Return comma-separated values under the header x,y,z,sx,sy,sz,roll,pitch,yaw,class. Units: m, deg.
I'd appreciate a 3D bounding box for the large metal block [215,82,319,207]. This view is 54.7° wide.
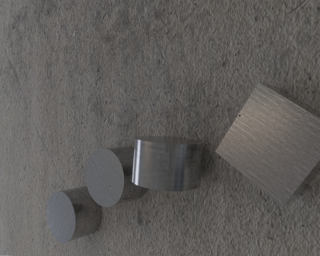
x,y,z,sx,sy,sz,roll,pitch,yaw,class
0.114,0.013,0.294,0.080,0.050,0.080,42,115,32,large metal block

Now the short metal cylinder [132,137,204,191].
x,y,z,sx,sy,sz,roll,pitch,yaw,class
0.009,0.039,0.362,0.080,0.081,0.050,7,94,40,short metal cylinder

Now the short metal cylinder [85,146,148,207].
x,y,z,sx,sy,sz,roll,pitch,yaw,class
-0.060,0.067,0.438,0.080,0.050,0.079,0,90,40,short metal cylinder

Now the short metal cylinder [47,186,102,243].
x,y,z,sx,sy,sz,roll,pitch,yaw,class
-0.140,0.139,0.505,0.080,0.050,0.079,0,90,40,short metal cylinder
